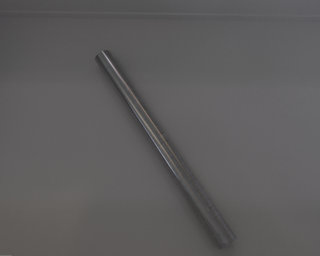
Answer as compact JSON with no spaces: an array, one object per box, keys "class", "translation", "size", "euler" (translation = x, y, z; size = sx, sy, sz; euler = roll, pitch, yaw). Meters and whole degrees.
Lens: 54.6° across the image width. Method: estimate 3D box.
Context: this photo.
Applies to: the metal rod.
[{"class":"metal rod","translation":[-0.002,0.016,0.403],"size":[0.025,0.025,0.299],"euler":[-31,73,-11]}]
